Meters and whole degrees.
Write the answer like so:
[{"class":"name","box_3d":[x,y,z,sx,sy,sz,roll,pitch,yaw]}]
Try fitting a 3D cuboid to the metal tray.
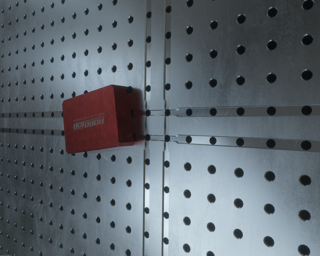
[{"class":"metal tray","box_3d":[-0.101,-0.010,0.487,0.130,0.030,0.089,-10,84,39]}]
